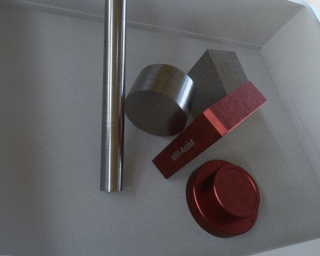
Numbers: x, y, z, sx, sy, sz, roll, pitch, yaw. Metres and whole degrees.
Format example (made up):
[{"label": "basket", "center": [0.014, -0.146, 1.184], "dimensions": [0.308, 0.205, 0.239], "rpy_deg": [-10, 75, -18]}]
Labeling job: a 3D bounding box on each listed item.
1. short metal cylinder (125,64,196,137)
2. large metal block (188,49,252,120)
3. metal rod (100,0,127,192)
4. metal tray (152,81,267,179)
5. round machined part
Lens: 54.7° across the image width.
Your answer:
[{"label": "short metal cylinder", "center": [0.001, -0.034, 0.393], "dimensions": [0.080, 0.080, 0.050], "rpy_deg": [30, 52, -10]}, {"label": "large metal block", "center": [0.081, -0.055, 0.450], "dimensions": [0.050, 0.080, 0.080], "rpy_deg": [-3, 63, -30]}, {"label": "metal rod", "center": [-0.051, -0.080, 0.351], "dimensions": [0.025, 0.025, 0.298], "rpy_deg": [3, 85, -27]}, {"label": "metal tray", "center": [0.054, 0.006, 0.366], "dimensions": [0.091, 0.129, 0.030], "rpy_deg": [-32, 80, -38]}, {"label": "round machined part", "center": [0.086, 0.085, 0.391], "dimensions": [0.099, 0.042, 0.098], "rpy_deg": [14, 56, -21]}]
